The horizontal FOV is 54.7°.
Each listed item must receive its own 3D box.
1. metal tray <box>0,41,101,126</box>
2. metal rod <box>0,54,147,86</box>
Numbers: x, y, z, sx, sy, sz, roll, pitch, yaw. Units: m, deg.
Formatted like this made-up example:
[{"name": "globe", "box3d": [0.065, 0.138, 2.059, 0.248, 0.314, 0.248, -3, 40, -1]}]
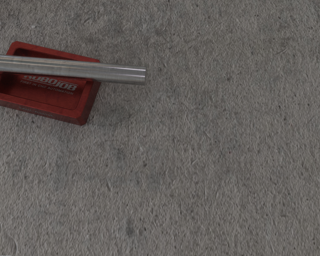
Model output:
[{"name": "metal tray", "box3d": [-0.154, -0.062, 0.427, 0.131, 0.030, 0.090, 14, 70, 5]}, {"name": "metal rod", "box3d": [-0.168, -0.080, 0.403, 0.302, 0.025, 0.025, 5, 70, 1]}]
